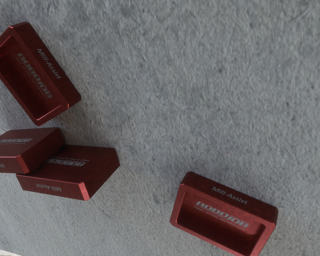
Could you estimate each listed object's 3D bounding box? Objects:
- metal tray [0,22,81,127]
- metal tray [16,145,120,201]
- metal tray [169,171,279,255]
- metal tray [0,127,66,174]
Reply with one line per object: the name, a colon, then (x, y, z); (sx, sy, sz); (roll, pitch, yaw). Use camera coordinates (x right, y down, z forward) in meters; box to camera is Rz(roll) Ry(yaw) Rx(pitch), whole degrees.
metal tray: (-0.186, -0.074, 0.452); (0.090, 0.030, 0.130); (-23, 106, 36)
metal tray: (-0.139, 0.063, 0.474); (0.130, 0.090, 0.030); (2, 119, 27)
metal tray: (0.085, 0.125, 0.434); (0.130, 0.030, 0.089); (22, 127, 14)
metal tray: (-0.233, 0.035, 0.506); (0.130, 0.090, 0.030); (-3, 117, 29)
